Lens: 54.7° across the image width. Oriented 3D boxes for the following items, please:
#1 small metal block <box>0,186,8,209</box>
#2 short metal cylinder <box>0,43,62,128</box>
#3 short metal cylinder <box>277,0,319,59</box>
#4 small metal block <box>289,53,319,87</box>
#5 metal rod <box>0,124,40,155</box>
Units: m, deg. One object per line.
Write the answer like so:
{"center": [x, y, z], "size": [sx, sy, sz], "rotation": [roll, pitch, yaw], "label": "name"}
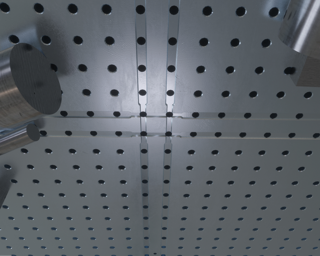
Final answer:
{"center": [-0.282, 0.123, 0.497], "size": [0.050, 0.050, 0.025], "rotation": [-18, 128, 15], "label": "small metal block"}
{"center": [-0.153, -0.045, 0.336], "size": [0.050, 0.080, 0.080], "rotation": [-17, 128, 14], "label": "short metal cylinder"}
{"center": [0.159, -0.103, 0.290], "size": [0.081, 0.080, 0.050], "rotation": [5, 130, -5], "label": "short metal cylinder"}
{"center": [0.183, -0.074, 0.351], "size": [0.050, 0.025, 0.050], "rotation": [2, 130, -2], "label": "small metal block"}
{"center": [-0.306, 0.055, 0.455], "size": [0.301, 0.025, 0.025], "rotation": [-20, 128, 16], "label": "metal rod"}
